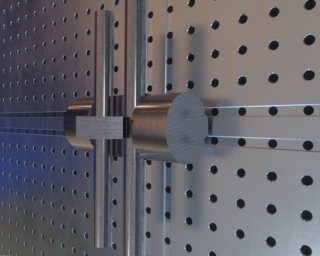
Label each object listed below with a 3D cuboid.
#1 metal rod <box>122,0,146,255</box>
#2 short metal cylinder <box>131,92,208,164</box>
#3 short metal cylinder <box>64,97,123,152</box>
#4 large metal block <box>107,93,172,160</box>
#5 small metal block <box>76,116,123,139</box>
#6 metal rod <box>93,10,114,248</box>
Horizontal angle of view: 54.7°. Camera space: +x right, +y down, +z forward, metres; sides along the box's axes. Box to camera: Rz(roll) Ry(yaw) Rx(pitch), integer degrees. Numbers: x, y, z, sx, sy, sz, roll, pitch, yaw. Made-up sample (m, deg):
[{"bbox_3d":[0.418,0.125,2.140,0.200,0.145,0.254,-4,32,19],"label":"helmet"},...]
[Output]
[{"bbox_3d":[-0.030,0.000,0.365,0.025,0.025,0.298,1,91,40],"label":"metal rod"},{"bbox_3d":[0.013,0.000,0.358,0.050,0.081,0.079,1,91,41],"label":"short metal cylinder"},{"bbox_3d":[-0.088,-0.005,0.441,0.050,0.081,0.079,2,91,40],"label":"short metal cylinder"},{"bbox_3d":[-0.028,-0.002,0.411,0.080,0.050,0.079,1,91,40],"label":"large metal block"},{"bbox_3d":[-0.068,-0.001,0.363,0.050,0.050,0.025,-171,81,-84],"label":"small metal block"},{"bbox_3d":[-0.073,0.001,0.400,0.025,0.025,0.298,1,91,40],"label":"metal rod"}]
